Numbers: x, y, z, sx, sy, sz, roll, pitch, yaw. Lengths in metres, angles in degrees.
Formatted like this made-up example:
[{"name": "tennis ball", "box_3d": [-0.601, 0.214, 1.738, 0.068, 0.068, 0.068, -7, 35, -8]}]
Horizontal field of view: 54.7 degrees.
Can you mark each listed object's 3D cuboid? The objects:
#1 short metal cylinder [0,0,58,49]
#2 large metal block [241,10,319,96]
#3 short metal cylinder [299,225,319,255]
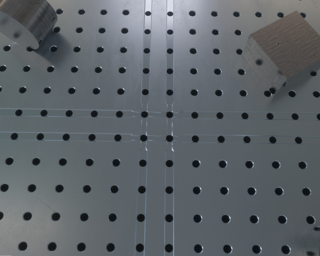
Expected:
[{"name": "short metal cylinder", "box_3d": [-0.195, -0.158, 0.439, 0.080, 0.080, 0.050, 23, 72, 8]}, {"name": "large metal block", "box_3d": [0.177, -0.105, 0.438, 0.080, 0.050, 0.080, -29, 73, -10]}, {"name": "short metal cylinder", "box_3d": [0.206, 0.147, 0.346, 0.081, 0.050, 0.080, 0, 70, 0]}]
